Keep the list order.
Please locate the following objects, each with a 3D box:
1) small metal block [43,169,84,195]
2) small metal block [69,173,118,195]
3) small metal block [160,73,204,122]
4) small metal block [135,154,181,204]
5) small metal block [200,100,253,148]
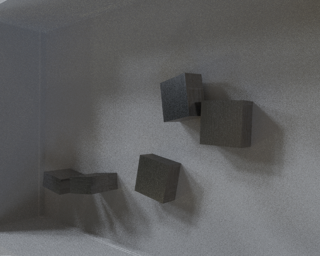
[{"bbox_3d":[-0.159,0.089,0.519,0.050,0.050,0.025,12,98,39],"label":"small metal block"},{"bbox_3d":[-0.101,0.084,0.471,0.050,0.050,0.025,-7,86,39],"label":"small metal block"},{"bbox_3d":[0.027,-0.035,0.375,0.050,0.025,0.050,-12,82,55],"label":"small metal block"},{"bbox_3d":[-0.003,0.065,0.408,0.050,0.025,0.050,15,99,38],"label":"small metal block"},{"bbox_3d":[0.073,-0.005,0.345,0.050,0.025,0.050,4,92,39],"label":"small metal block"}]
